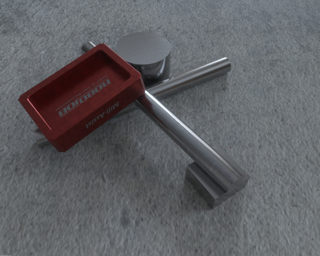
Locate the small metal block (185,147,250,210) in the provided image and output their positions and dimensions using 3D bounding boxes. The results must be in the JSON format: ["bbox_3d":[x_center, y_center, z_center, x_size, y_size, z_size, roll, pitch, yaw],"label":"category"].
[{"bbox_3d":[0.065,0.057,0.358,0.050,0.025,0.050,-27,55,-21],"label":"small metal block"}]

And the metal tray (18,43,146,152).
[{"bbox_3d":[-0.096,-0.042,0.385,0.131,0.030,0.090,-38,59,-14],"label":"metal tray"}]

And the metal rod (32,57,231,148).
[{"bbox_3d":[-0.026,-0.043,0.441,0.302,0.025,0.025,-24,54,-19],"label":"metal rod"}]

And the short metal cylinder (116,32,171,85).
[{"bbox_3d":[-0.024,-0.103,0.474,0.081,0.050,0.080,0,50,0],"label":"short metal cylinder"}]

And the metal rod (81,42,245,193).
[{"bbox_3d":[-0.015,-0.031,0.398,0.025,0.025,0.300,-32,57,-24],"label":"metal rod"}]
